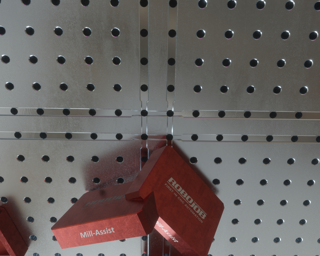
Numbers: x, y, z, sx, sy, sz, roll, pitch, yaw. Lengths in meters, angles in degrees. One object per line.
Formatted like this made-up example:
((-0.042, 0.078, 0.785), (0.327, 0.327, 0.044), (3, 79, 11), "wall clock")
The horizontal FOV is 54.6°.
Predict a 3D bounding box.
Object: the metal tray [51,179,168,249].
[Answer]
((-0.061, 0.106, 0.399), (0.130, 0.090, 0.030), (-17, 103, 22), "metal tray")

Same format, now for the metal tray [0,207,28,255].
((-0.285, 0.180, 0.474), (0.130, 0.030, 0.090), (-17, 109, 6), "metal tray")

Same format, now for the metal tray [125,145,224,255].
((0.025, 0.099, 0.414), (0.130, 0.090, 0.030), (48, 137, -15), "metal tray")
